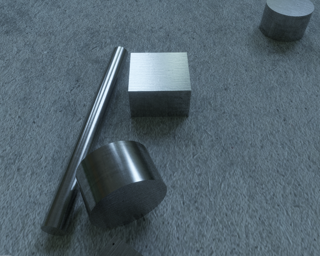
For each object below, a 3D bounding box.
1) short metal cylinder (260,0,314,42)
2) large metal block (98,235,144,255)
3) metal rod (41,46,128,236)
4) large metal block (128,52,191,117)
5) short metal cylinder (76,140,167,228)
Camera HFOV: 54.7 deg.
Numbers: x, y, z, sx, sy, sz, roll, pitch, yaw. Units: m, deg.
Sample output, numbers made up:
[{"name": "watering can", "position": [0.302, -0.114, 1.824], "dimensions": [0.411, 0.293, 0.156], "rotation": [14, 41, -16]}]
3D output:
[{"name": "short metal cylinder", "position": [0.226, -0.199, 0.556], "dimensions": [0.081, 0.050, 0.080], "rotation": [0, 50, 0]}, {"name": "large metal block", "position": [-0.030, 0.153, 0.258], "dimensions": [0.080, 0.050, 0.080], "rotation": [28, 55, 21]}, {"name": "metal rod", "position": [-0.086, -0.009, 0.410], "dimensions": [0.025, 0.025, 0.300], "rotation": [7, 50, 5]}, {"name": "large metal block", "position": [-0.001, -0.062, 0.439], "dimensions": [0.081, 0.050, 0.080], "rotation": [-1, 50, -1]}, {"name": "short metal cylinder", "position": [-0.040, 0.058, 0.318], "dimensions": [0.081, 0.080, 0.050], "rotation": [-19, 53, -15]}]
